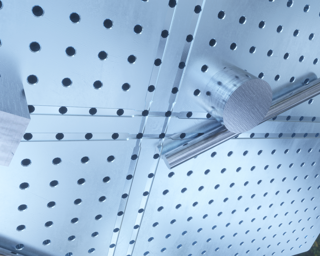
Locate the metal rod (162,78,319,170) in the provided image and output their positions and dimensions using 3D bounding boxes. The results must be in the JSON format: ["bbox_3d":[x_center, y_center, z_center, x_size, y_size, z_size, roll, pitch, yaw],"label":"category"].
[{"bbox_3d":[0.142,-0.013,0.483,0.302,0.025,0.025,-25,128,-14],"label":"metal rod"}]

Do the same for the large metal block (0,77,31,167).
[{"bbox_3d":[-0.169,-0.016,0.274,0.080,0.080,0.050,20,108,-36],"label":"large metal block"}]

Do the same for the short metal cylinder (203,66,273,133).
[{"bbox_3d":[0.107,-0.040,0.431,0.081,0.050,0.079,-14,125,-21],"label":"short metal cylinder"}]

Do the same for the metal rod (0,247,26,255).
[{"bbox_3d":[-0.159,0.220,0.461,0.025,0.025,0.300,-43,130,1],"label":"metal rod"}]
